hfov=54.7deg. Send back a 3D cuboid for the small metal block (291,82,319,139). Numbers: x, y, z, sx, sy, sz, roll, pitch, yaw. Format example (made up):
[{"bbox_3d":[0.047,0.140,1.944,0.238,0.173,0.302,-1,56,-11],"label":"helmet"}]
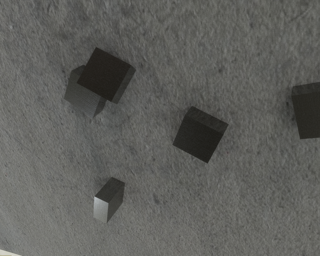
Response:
[{"bbox_3d":[0.163,-0.019,0.309,0.050,0.025,0.050,-8,115,31],"label":"small metal block"}]

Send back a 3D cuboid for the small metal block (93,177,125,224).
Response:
[{"bbox_3d":[-0.083,0.117,0.505,0.025,0.050,0.050,22,126,15],"label":"small metal block"}]

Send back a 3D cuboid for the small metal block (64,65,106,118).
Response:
[{"bbox_3d":[-0.099,-0.050,0.426,0.050,0.025,0.050,34,129,5],"label":"small metal block"}]

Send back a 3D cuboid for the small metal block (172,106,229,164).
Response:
[{"bbox_3d":[0.050,0.008,0.385,0.050,0.025,0.050,28,128,10],"label":"small metal block"}]

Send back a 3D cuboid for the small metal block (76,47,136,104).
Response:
[{"bbox_3d":[-0.066,-0.064,0.384,0.050,0.025,0.050,29,92,9],"label":"small metal block"}]
